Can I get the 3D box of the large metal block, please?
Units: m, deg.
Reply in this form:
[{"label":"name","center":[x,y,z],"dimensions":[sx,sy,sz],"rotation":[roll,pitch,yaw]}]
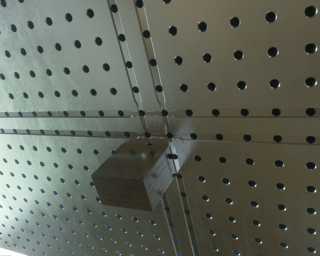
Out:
[{"label":"large metal block","center":[-0.034,0.066,0.433],"dimensions":[0.080,0.080,0.050],"rotation":[0,118,28]}]
